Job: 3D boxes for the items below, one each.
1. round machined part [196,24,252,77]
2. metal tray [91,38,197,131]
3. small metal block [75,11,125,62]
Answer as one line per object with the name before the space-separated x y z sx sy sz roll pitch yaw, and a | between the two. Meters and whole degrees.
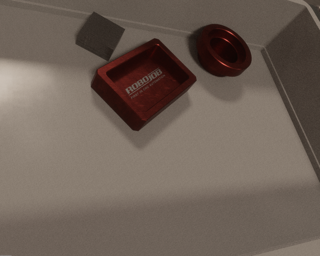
round machined part | 0.104 -0.127 0.531 0.099 0.042 0.098 14 56 -21
metal tray | -0.018 -0.065 0.433 0.090 0.030 0.131 46 51 3
small metal block | -0.084 -0.131 0.441 0.050 0.025 0.050 27 52 -12
